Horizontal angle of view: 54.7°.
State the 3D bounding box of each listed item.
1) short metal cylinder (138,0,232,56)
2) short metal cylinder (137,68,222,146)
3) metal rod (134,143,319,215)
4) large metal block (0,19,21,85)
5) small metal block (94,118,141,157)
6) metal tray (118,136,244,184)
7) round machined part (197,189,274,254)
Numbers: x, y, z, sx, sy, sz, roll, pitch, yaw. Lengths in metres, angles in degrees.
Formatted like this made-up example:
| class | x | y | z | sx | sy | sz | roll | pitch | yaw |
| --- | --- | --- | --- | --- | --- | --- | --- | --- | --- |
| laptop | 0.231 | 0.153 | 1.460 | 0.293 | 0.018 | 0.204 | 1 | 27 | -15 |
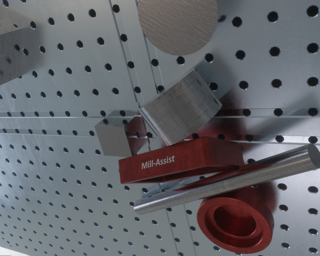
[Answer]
| class | x | y | z | sx | sy | sz | roll | pitch | yaw |
| --- | --- | --- | --- | --- | --- | --- | --- | --- | --- |
| short metal cylinder | 0.025 | -0.118 | 0.308 | 0.080 | 0.050 | 0.079 | 13 | 124 | 21 |
| short metal cylinder | 0.022 | -0.024 | 0.349 | 0.080 | 0.080 | 0.050 | -31 | 100 | 38 |
| metal rod | 0.058 | 0.078 | 0.402 | 0.025 | 0.025 | 0.299 | 51 | 136 | -8 |
| large metal block | -0.256 | -0.119 | 0.456 | 0.080 | 0.050 | 0.079 | 27 | 128 | 11 |
| small metal block | -0.061 | 0.014 | 0.452 | 0.050 | 0.025 | 0.050 | 2 | 119 | 27 |
| metal tray | 0.025 | 0.044 | 0.383 | 0.130 | 0.091 | 0.030 | -18 | 72 | 35 |
| round machined part | 0.103 | 0.119 | 0.419 | 0.098 | 0.042 | 0.097 | 13 | 124 | 20 |
